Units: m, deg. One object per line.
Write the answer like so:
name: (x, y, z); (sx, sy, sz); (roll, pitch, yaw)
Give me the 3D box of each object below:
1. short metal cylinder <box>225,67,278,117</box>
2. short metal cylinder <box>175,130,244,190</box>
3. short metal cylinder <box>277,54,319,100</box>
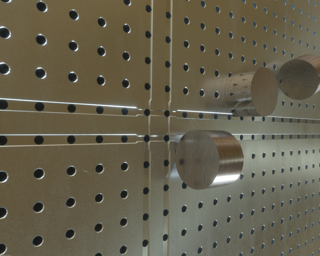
short metal cylinder: (0.155, -0.059, 0.522); (0.081, 0.050, 0.079); (0, 90, -40)
short metal cylinder: (0.067, 0.043, 0.429); (0.050, 0.080, 0.080); (2, 89, -40)
short metal cylinder: (0.281, -0.100, 0.608); (0.050, 0.080, 0.080); (-25, 106, -37)
